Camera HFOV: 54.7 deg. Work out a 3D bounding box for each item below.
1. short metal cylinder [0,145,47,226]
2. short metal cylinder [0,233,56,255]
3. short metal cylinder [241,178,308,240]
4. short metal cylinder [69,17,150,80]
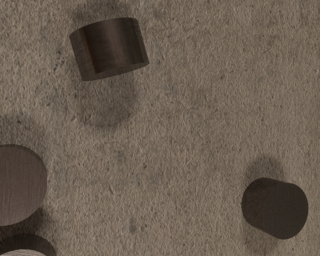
[{"bbox_3d":[-0.165,0.059,0.335,0.081,0.050,0.079,0,90,-21],"label":"short metal cylinder"},{"bbox_3d":[-0.154,0.164,0.340,0.081,0.050,0.079,0,90,-20],"label":"short metal cylinder"},{"bbox_3d":[0.170,0.117,0.461,0.081,0.050,0.079,0,90,-21],"label":"short metal cylinder"},{"bbox_3d":[-0.058,-0.089,0.359,0.081,0.080,0.050,-17,96,-20],"label":"short metal cylinder"}]
